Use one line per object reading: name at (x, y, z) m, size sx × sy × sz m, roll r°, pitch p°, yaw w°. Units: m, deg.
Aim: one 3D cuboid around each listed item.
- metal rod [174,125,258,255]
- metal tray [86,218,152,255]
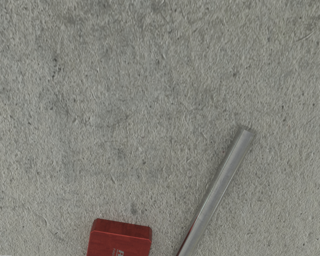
metal rod at (0.064, 0.132, 0.459) m, size 0.025 × 0.025 × 0.298 m, roll 20°, pitch 109°, yaw -8°
metal tray at (-0.069, 0.209, 0.483) m, size 0.091 × 0.030 × 0.129 m, roll 11°, pitch 110°, yaw -5°
